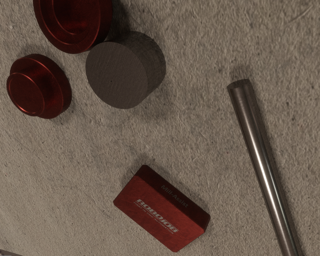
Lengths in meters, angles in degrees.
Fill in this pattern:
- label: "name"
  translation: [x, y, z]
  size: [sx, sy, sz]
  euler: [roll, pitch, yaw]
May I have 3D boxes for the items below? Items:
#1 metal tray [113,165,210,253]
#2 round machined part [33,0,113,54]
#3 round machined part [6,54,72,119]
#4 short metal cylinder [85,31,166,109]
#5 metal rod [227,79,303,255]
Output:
- label: "metal tray"
  translation: [0.000, 0.127, 0.481]
  size: [0.130, 0.030, 0.089]
  euler: [38, 129, 1]
- label: "round machined part"
  translation: [-0.094, -0.137, 0.353]
  size: [0.098, 0.042, 0.097]
  euler: [13, 118, 26]
- label: "round machined part"
  translation: [-0.183, -0.056, 0.455]
  size: [0.098, 0.042, 0.097]
  euler: [13, 124, 20]
- label: "short metal cylinder"
  translation: [-0.040, -0.069, 0.367]
  size: [0.080, 0.050, 0.079]
  euler: [13, 124, 20]
- label: "metal rod"
  translation: [0.140, 0.082, 0.383]
  size: [0.025, 0.025, 0.299]
  euler: [-10, 114, 32]
